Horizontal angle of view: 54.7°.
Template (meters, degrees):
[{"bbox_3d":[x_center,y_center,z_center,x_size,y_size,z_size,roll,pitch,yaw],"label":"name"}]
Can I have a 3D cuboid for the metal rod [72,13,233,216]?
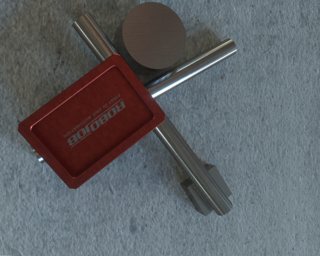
[{"bbox_3d":[-0.001,-0.007,0.385,0.025,0.025,0.300,-41,103,-16],"label":"metal rod"}]

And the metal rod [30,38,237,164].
[{"bbox_3d":[-0.020,-0.044,0.404,0.302,0.025,0.025,-31,101,-18],"label":"metal rod"}]

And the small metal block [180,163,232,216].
[{"bbox_3d":[0.065,0.086,0.435,0.050,0.025,0.050,-35,102,-17],"label":"small metal block"}]

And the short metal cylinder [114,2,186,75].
[{"bbox_3d":[-0.014,-0.110,0.392,0.081,0.050,0.079,0,90,-21],"label":"short metal cylinder"}]

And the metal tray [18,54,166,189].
[{"bbox_3d":[-0.071,-0.008,0.341,0.130,0.030,0.090,-38,102,-4],"label":"metal tray"}]
